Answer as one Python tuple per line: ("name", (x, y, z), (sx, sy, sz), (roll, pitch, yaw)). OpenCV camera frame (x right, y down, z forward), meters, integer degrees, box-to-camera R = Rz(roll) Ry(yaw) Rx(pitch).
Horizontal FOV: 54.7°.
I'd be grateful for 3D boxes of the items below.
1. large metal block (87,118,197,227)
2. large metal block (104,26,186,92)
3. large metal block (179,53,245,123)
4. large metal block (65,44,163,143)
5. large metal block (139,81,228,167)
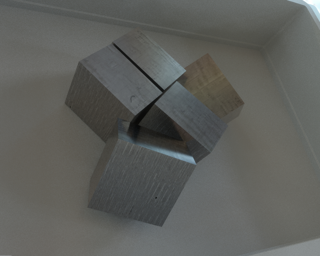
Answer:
("large metal block", (-0.021, 0.046, 0.322), (0.080, 0.079, 0.050), (20, 19, -17))
("large metal block", (-0.027, -0.065, 0.394), (0.080, 0.080, 0.050), (44, 51, 1))
("large metal block", (0.067, -0.043, 0.424), (0.050, 0.080, 0.080), (-33, 77, 3))
("large metal block", (-0.057, -0.035, 0.361), (0.080, 0.080, 0.050), (44, 51, 2))
("large metal block", (0.020, 0.004, 0.378), (0.080, 0.080, 0.050), (41, 51, -1))
